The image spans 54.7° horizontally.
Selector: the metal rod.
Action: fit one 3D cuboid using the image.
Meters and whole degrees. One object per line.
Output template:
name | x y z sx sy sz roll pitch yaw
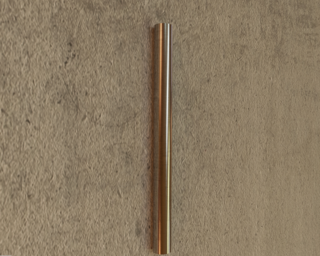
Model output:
metal rod | 0.004 0.014 0.411 0.025 0.025 0.298 0 90 -40
